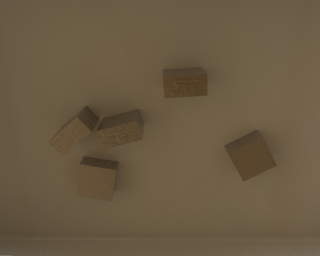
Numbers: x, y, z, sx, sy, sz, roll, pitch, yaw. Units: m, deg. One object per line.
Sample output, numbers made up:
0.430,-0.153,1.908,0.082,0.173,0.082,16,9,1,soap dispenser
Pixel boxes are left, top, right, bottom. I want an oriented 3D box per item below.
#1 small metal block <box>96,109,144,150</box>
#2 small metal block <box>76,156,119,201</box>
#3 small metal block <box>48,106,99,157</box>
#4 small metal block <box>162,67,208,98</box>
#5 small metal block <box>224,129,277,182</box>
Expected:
-0.049,0.000,0.397,0.050,0.050,0.025,-14,110,5,small metal block
-0.088,0.071,0.436,0.050,0.025,0.050,10,110,-4,small metal block
-0.109,0.003,0.397,0.050,0.050,0.025,-39,106,13,small metal block
0.029,-0.056,0.378,0.050,0.050,0.025,-4,110,1,small metal block
0.125,0.038,0.427,0.050,0.025,0.050,-28,108,9,small metal block
